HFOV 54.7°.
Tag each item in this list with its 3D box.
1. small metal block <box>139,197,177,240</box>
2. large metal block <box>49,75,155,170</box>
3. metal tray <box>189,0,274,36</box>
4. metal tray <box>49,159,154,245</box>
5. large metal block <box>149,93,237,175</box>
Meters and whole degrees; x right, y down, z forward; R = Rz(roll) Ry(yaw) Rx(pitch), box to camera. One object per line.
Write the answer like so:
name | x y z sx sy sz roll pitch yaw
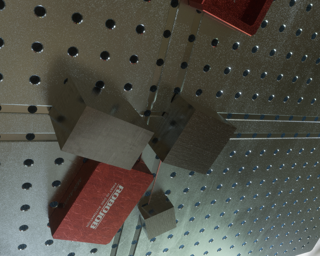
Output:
small metal block | -0.003 0.145 0.499 0.050 0.025 0.050 -19 126 -17
large metal block | -0.065 -0.006 0.336 0.080 0.080 0.050 23 106 -37
metal tray | 0.100 -0.182 0.349 0.091 0.030 0.129 13 112 -34
metal tray | -0.080 0.098 0.425 0.090 0.030 0.129 24 105 -37
large metal block | 0.043 0.010 0.425 0.080 0.050 0.080 21 107 -36
